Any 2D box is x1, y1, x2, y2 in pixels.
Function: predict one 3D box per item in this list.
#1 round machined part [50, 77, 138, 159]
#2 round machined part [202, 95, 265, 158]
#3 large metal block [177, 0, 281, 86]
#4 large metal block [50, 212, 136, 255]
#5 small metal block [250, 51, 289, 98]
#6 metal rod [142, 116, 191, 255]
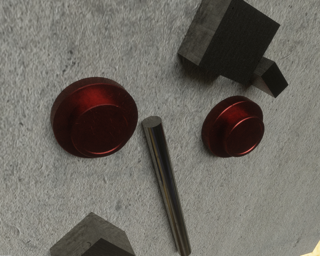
[{"bbox_3d":[-0.070,-0.005,0.354,0.099,0.042,0.097,-14,124,-21],"label":"round machined part"},{"bbox_3d":[0.115,0.004,0.461,0.099,0.042,0.097,-14,124,-21],"label":"round machined part"},{"bbox_3d":[0.081,-0.106,0.369,0.081,0.050,0.080,14,111,-34],"label":"large metal block"},{"bbox_3d":[-0.097,0.181,0.450,0.080,0.050,0.080,-42,130,0],"label":"large metal block"},{"bbox_3d":[0.139,-0.073,0.421,0.025,0.050,0.050,-47,129,5],"label":"small metal block"},{"bbox_3d":[0.018,0.109,0.483,0.025,0.025,0.298,-24,127,-14],"label":"metal rod"}]
